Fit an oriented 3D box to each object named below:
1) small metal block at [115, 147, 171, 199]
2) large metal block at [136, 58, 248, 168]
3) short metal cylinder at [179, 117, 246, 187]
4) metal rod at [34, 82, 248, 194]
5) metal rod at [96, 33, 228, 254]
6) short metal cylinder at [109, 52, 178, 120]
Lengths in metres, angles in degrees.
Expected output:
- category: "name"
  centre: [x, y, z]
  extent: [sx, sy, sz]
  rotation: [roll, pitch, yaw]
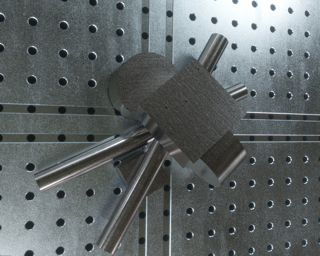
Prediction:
- category: "small metal block"
  centre: [-0.023, 0.059, 0.401]
  extent: [0.050, 0.025, 0.050]
  rotation: [-30, 100, -18]
- category: "large metal block"
  centre: [0.032, -0.014, 0.340]
  extent: [0.080, 0.050, 0.080]
  rotation: [-41, 86, -15]
- category: "short metal cylinder"
  centre: [0.064, 0.031, 0.404]
  extent: [0.050, 0.080, 0.080]
  rotation: [-45, 104, -13]
- category: "metal rod"
  centre: [-0.010, 0.005, 0.405]
  extent: [0.302, 0.025, 0.025]
  rotation: [-25, 99, -19]
- category: "metal rod"
  centre: [0.008, 0.011, 0.386]
  extent: [0.025, 0.025, 0.300]
  rotation: [32, 79, -17]
- category: "short metal cylinder"
  centre: [-0.020, -0.050, 0.388]
  extent: [0.081, 0.050, 0.079]
  rotation: [0, 90, -20]
